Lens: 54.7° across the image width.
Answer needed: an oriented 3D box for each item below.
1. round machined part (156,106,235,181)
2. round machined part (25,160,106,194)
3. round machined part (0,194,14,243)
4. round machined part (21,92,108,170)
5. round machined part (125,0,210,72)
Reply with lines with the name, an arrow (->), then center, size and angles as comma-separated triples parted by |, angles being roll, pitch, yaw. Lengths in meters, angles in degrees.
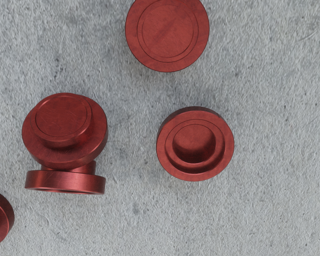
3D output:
round machined part -> 0.044, 0.017, 0.407 | 0.099, 0.042, 0.097 | 0, 110, 0
round machined part -> -0.120, 0.061, 0.403 | 0.099, 0.098, 0.042 | 4, 75, -2
round machined part -> -0.270, 0.136, 0.448 | 0.099, 0.042, 0.097 | 0, 110, 0
round machined part -> -0.112, -0.003, 0.366 | 0.099, 0.098, 0.042 | 4, 147, -2
round machined part -> 0.008, -0.113, 0.359 | 0.099, 0.042, 0.097 | 0, 110, 0
